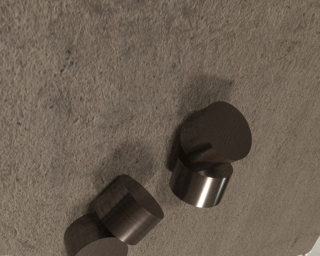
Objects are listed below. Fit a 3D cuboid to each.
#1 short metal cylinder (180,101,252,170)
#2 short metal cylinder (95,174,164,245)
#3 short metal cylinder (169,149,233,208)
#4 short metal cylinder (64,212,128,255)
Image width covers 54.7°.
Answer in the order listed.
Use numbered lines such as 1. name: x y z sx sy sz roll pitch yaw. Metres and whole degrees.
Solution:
1. short metal cylinder: 0.074 0.011 0.412 0.081 0.080 0.050 6 157 -31
2. short metal cylinder: -0.041 0.109 0.418 0.050 0.080 0.080 -45 130 3
3. short metal cylinder: 0.059 0.069 0.448 0.081 0.080 0.050 1 118 -29
4. short metal cylinder: -0.093 0.169 0.446 0.081 0.050 0.079 -14 125 -21
